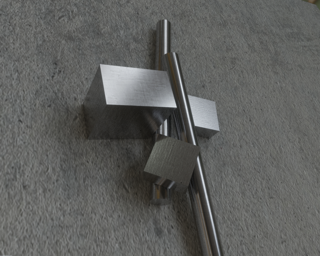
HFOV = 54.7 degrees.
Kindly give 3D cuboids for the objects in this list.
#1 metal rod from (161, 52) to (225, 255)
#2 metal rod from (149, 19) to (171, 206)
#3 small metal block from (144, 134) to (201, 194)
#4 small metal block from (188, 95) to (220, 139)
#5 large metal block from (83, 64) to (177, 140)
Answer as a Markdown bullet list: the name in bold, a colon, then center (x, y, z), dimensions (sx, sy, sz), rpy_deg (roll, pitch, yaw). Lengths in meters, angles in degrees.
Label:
- **metal rod**: center (0.040, 0.039, 0.384), dimensions (0.025, 0.025, 0.299), rpy_deg (1, 67, -28)
- **metal rod**: center (0.003, -0.042, 0.432), dimensions (0.025, 0.025, 0.299), rpy_deg (15, 56, -20)
- **small metal block**: center (0.014, 0.040, 0.352), dimensions (0.050, 0.025, 0.050), rpy_deg (18, 59, 8)
- **small metal block**: center (0.054, -0.016, 0.445), dimensions (0.050, 0.025, 0.050), rpy_deg (11, 57, -23)
- **large metal block**: center (-0.039, -0.026, 0.365), dimensions (0.081, 0.080, 0.050), rpy_deg (1, 62, -28)
